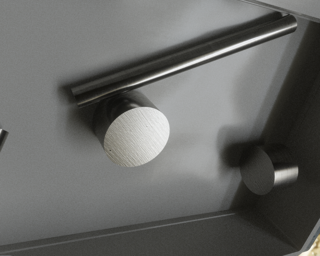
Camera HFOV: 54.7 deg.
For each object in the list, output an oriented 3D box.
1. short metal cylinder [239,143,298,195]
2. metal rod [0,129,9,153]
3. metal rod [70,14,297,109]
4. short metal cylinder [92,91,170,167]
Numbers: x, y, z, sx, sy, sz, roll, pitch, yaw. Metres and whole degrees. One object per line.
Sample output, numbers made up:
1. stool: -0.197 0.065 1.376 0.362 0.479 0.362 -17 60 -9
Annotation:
1. short metal cylinder: 0.179 0.067 0.515 0.050 0.080 0.079 -7 122 -26
2. metal rod: -0.213 0.138 0.280 0.025 0.025 0.299 30 70 -38
3. metal rod: 0.042 -0.087 0.379 0.302 0.025 0.025 -22 127 -16
4. short metal cylinder: -0.036 0.000 0.374 0.081 0.050 0.079 -14 125 -21
